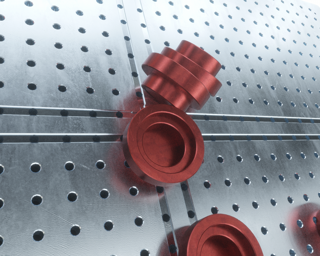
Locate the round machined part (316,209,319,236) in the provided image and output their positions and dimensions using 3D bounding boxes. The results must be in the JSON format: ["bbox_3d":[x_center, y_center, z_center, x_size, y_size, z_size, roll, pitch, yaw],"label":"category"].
[{"bbox_3d":[0.271,0.146,0.453,0.099,0.042,0.098,13,56,-21],"label":"round machined part"}]

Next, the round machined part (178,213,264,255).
[{"bbox_3d":[0.063,0.148,0.340,0.099,0.042,0.098,13,56,-21],"label":"round machined part"}]

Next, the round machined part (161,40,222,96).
[{"bbox_3d":[0.048,-0.089,0.441,0.098,0.042,0.098,33,8,-5],"label":"round machined part"}]

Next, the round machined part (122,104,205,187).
[{"bbox_3d":[0.001,0.023,0.378,0.099,0.042,0.098,10,65,-21],"label":"round machined part"}]

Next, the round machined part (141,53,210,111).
[{"bbox_3d":[0.014,-0.053,0.413,0.098,0.098,0.042,37,87,-4],"label":"round machined part"}]
